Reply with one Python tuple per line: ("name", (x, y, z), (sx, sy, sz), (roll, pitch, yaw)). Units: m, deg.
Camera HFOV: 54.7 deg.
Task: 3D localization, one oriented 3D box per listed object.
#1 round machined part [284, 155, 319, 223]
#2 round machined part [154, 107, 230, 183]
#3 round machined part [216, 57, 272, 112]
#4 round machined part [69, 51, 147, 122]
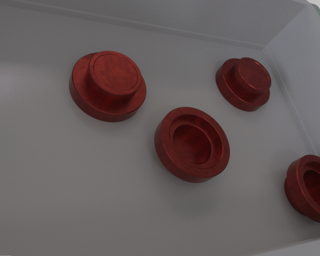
("round machined part", (0.226, 0.092, 0.460), (0.099, 0.042, 0.098), (14, 56, -21))
("round machined part", (0.037, 0.025, 0.399), (0.099, 0.042, 0.098), (14, 56, -21))
("round machined part", (0.147, -0.080, 0.522), (0.099, 0.042, 0.098), (14, 56, -21))
("round machined part", (-0.062, -0.060, 0.397), (0.099, 0.042, 0.098), (14, 56, -21))
